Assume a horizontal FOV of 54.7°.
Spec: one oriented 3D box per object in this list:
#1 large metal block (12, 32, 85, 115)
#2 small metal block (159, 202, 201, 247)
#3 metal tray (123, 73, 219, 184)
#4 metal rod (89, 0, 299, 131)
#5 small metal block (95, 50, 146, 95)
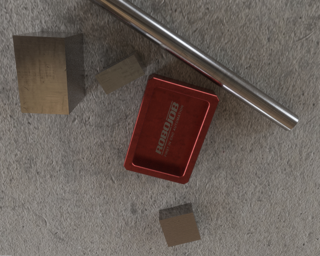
[{"bbox_3d":[-0.121,-0.066,0.354,0.050,0.080,0.079,2,110,-1],"label":"large metal block"},{"bbox_3d":[0.030,0.145,0.464,0.050,0.025,0.050,-15,110,5],"label":"small metal block"},{"bbox_3d":[0.012,0.003,0.408,0.091,0.030,0.129,15,109,-6],"label":"metal tray"},{"bbox_3d":[0.047,-0.083,0.379,0.301,0.025,0.025,31,107,-11],"label":"metal rod"},{"bbox_3d":[-0.045,-0.068,0.371,0.050,0.050,0.025,-27,108,9],"label":"small metal block"}]
